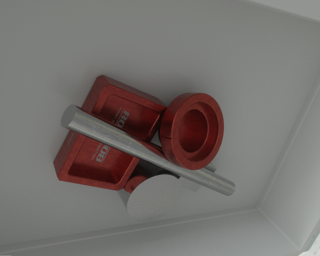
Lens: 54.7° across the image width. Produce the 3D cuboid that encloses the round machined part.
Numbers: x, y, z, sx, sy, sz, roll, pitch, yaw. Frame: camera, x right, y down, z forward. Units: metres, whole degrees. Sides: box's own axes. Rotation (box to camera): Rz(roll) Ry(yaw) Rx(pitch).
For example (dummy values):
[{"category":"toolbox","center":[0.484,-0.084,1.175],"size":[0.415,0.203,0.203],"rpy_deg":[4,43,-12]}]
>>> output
[{"category":"round machined part","center":[0.036,0.003,0.403],"size":[0.099,0.042,0.097],"rpy_deg":[-7,101,-41]}]

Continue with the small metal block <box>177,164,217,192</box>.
[{"category":"small metal block","center":[0.051,0.065,0.476],"size":[0.050,0.025,0.050],"rpy_deg":[-49,129,6]}]

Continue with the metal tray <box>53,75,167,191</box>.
[{"category":"metal tray","center":[-0.060,0.011,0.378],"size":[0.091,0.030,0.129],"rpy_deg":[20,108,-36]}]

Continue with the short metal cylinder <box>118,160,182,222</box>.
[{"category":"short metal cylinder","center":[-0.017,0.083,0.433],"size":[0.081,0.050,0.079],"rpy_deg":[-14,125,-21]}]

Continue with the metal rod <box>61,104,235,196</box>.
[{"category":"metal rod","center":[0.010,0.043,0.403],"size":[0.301,0.025,0.025],"rpy_deg":[29,102,-40]}]
